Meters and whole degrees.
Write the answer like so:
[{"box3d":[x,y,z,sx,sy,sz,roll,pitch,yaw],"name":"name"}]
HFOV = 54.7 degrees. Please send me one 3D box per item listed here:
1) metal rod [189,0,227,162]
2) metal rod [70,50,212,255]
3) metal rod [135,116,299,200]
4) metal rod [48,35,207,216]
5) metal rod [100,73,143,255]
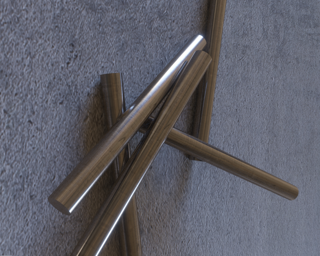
[{"box3d":[0.076,-0.099,0.467,0.025,0.025,0.299,14,81,-39],"name":"metal rod"},{"box3d":[-0.018,0.031,0.353,0.025,0.025,0.300,43,68,-32],"name":"metal rod"},{"box3d":[0.089,0.046,0.439,0.302,0.025,0.025,25,74,-24],"name":"metal rod"},{"box3d":[-0.016,-0.028,0.362,0.025,0.025,0.301,57,49,-25],"name":"metal rod"},{"box3d":[-0.041,0.086,0.370,0.025,0.025,0.298,-10,97,-40],"name":"metal rod"}]
